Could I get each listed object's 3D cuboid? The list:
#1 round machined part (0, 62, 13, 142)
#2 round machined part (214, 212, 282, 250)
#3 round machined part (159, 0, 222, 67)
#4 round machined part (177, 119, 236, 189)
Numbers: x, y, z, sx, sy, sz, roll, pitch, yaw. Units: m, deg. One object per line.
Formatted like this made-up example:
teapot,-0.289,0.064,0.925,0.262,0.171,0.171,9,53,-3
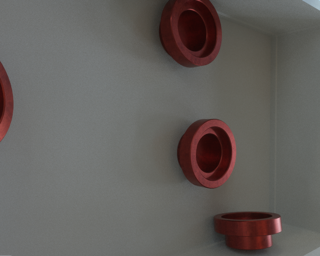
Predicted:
round machined part,-0.165,-0.025,0.237,0.098,0.042,0.097,-7,90,-75
round machined part,0.132,0.154,0.467,0.099,0.098,0.042,4,79,-40
round machined part,0.038,-0.132,0.427,0.099,0.042,0.097,0,90,-40
round machined part,0.063,0.036,0.448,0.099,0.042,0.097,0,90,-40
